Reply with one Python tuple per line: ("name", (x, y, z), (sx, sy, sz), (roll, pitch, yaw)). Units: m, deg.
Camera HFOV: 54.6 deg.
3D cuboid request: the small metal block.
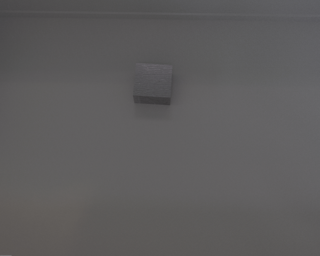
("small metal block", (-0.009, -0.061, 0.432), (0.050, 0.025, 0.050), (3, 70, 1))
